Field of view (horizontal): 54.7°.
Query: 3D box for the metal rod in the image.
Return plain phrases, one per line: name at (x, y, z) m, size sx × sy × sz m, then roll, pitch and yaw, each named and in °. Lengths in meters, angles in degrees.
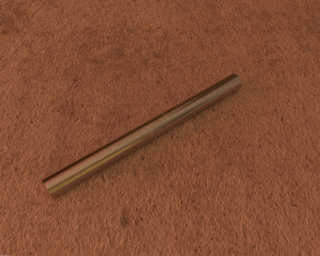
metal rod at (-0.006, -0.001, 0.406) m, size 0.302 × 0.025 × 0.025 m, roll -30°, pitch 57°, yaw -23°
